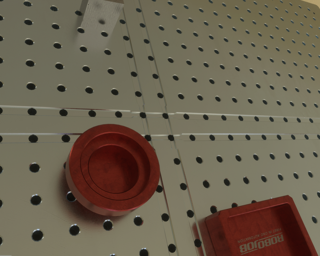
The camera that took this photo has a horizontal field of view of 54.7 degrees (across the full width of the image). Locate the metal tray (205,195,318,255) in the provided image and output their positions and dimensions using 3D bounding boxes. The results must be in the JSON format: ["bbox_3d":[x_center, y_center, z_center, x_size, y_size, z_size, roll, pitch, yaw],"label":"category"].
[{"bbox_3d":[0.129,0.140,0.388,0.131,0.030,0.090,-3,63,-30],"label":"metal tray"}]

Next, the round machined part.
[{"bbox_3d":[-0.053,0.048,0.339,0.099,0.042,0.098,14,56,-21],"label":"round machined part"}]

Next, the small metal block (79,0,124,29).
[{"bbox_3d":[-0.086,-0.175,0.452,0.050,0.050,0.025,-1,63,-29],"label":"small metal block"}]
